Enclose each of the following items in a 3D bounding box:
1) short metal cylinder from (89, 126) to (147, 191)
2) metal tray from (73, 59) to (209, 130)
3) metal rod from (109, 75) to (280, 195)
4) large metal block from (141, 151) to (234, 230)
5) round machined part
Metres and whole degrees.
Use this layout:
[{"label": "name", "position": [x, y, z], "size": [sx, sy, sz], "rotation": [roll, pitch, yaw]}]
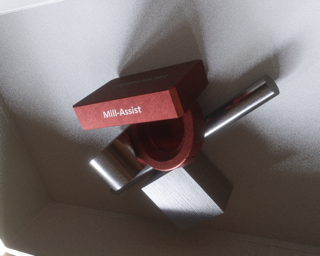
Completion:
[{"label": "short metal cylinder", "position": [-0.049, 0.038, 0.419], "size": [0.050, 0.080, 0.080], "rotation": [48, 129, -5]}, {"label": "metal tray", "position": [-0.021, -0.037, 0.350], "size": [0.130, 0.090, 0.030], "rotation": [-7, 115, 30]}, {"label": "metal rod", "position": [0.021, 0.026, 0.410], "size": [0.025, 0.025, 0.299], "rotation": [48, 128, -6]}, {"label": "large metal block", "position": [0.037, 0.081, 0.418], "size": [0.080, 0.050, 0.080], "rotation": [48, 129, -6]}, {"label": "round machined part", "position": [0.014, -0.001, 0.369], "size": [0.098, 0.042, 0.097], "rotation": [4, 96, 42]}]
